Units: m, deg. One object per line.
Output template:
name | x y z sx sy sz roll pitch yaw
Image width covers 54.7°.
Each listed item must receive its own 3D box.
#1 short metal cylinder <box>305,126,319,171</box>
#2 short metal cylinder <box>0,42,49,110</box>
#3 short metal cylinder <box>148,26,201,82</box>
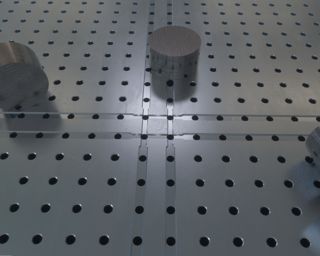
short metal cylinder | 0.217 0.025 0.352 0.081 0.080 0.050 -7 51 -6
short metal cylinder | -0.203 -0.071 0.430 0.081 0.080 0.050 -23 54 -18
short metal cylinder | 0.023 -0.118 0.490 0.081 0.050 0.080 0 50 0
